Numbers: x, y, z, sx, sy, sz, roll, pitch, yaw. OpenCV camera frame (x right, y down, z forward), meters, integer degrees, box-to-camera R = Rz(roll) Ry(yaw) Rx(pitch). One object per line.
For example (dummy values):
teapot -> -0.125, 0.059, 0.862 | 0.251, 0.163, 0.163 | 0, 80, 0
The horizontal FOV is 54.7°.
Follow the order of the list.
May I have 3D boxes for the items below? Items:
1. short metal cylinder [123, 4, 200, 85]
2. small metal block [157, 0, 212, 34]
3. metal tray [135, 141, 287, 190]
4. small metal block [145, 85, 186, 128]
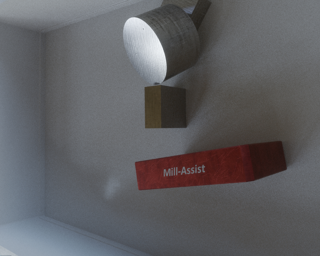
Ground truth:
short metal cylinder -> 0.001, -0.098, 0.365 | 0.080, 0.050, 0.080 | 41, 149, 32
small metal block -> 0.027, -0.143, 0.383 | 0.050, 0.025, 0.050 | 41, 115, 32
metal tray -> 0.050, 0.039, 0.321 | 0.130, 0.091, 0.030 | -13, 82, 39
small metal block -> 0.008, -0.025, 0.383 | 0.025, 0.050, 0.050 | -1, 89, 40
